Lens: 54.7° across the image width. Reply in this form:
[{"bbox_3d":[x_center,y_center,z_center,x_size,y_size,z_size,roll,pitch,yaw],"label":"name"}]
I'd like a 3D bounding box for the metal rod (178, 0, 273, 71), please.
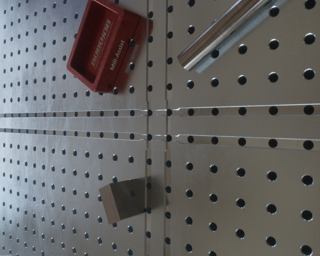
[{"bbox_3d":[0.129,-0.157,0.302,0.299,0.025,0.025,-38,67,33],"label":"metal rod"}]

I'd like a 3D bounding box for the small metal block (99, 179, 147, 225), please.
[{"bbox_3d":[-0.052,0.102,0.436,0.025,0.050,0.050,-32,70,36],"label":"small metal block"}]

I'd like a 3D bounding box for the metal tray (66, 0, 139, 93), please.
[{"bbox_3d":[-0.093,-0.131,0.482,0.090,0.030,0.129,39,114,33],"label":"metal tray"}]
